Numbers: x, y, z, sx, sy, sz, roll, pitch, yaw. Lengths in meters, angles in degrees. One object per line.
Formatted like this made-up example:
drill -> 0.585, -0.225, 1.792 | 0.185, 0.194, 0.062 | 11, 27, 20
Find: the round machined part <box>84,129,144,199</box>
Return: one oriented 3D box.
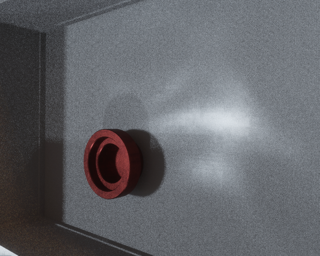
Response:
round machined part -> -0.062, 0.050, 0.445 | 0.098, 0.042, 0.097 | 0, 90, 39
